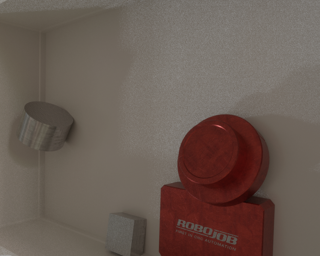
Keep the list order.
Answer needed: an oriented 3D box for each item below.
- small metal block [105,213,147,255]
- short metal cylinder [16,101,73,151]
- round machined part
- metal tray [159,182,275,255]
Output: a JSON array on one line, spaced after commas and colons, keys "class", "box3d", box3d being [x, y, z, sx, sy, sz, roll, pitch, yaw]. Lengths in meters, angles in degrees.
[{"class": "small metal block", "box3d": [-0.049, 0.150, 0.440, 0.050, 0.025, 0.050, 1, 81, 39]}, {"class": "short metal cylinder", "box3d": [-0.196, -0.004, 0.530, 0.080, 0.081, 0.050, 41, 115, 32]}, {"class": "round machined part", "box3d": [0.059, 0.030, 0.325, 0.098, 0.042, 0.098, -17, 59, 32]}, {"class": "metal tray", "box3d": [0.059, 0.117, 0.354, 0.130, 0.030, 0.089, 3, 92, 39]}]
